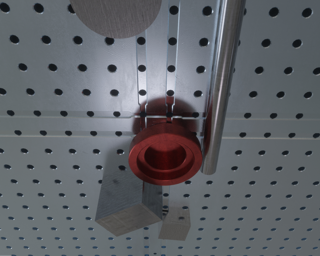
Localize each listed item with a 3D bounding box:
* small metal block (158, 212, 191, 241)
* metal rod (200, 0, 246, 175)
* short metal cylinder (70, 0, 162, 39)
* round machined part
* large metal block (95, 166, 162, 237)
[{"bbox_3d":[0.025,0.180,0.565,0.050,0.025,0.050,7,130,-6],"label":"small metal block"},{"bbox_3d":[0.072,-0.052,0.367,0.025,0.025,0.298,0,130,0],"label":"metal rod"},{"bbox_3d":[-0.038,-0.130,0.284,0.081,0.050,0.079,0,130,0],"label":"short metal cylinder"},{"bbox_3d":[0.007,0.032,0.427,0.099,0.042,0.097,-1,129,-1],"label":"round machined part"},{"bbox_3d":[-0.044,0.104,0.464,0.080,0.080,0.050,-26,126,20],"label":"large metal block"}]
